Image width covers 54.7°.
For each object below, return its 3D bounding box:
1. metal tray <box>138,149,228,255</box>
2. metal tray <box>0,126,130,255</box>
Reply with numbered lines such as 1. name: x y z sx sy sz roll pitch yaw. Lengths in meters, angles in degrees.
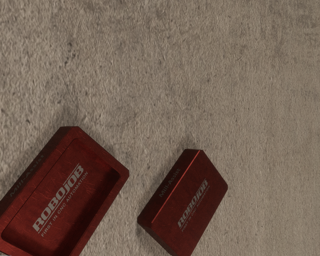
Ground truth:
1. metal tray: 0.037 0.105 0.436 0.130 0.030 0.090 -52 121 -27
2. metal tray: -0.100 0.073 0.318 0.090 0.030 0.130 47 62 -30
